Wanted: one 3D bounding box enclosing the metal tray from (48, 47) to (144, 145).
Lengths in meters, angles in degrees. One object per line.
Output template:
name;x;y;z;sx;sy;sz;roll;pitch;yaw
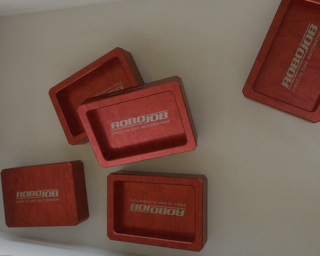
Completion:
metal tray;-0.085;-0.042;0.436;0.130;0.030;0.090;-27;81;17

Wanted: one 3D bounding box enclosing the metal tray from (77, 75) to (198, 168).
metal tray;-0.027;-0.005;0.390;0.130;0.030;0.089;-13;110;13

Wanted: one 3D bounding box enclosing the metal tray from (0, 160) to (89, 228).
metal tray;-0.176;0.100;0.468;0.130;0.030;0.089;-8;87;19

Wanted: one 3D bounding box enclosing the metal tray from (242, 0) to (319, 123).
metal tray;0.161;-0.080;0.350;0.090;0.030;0.129;24;98;18

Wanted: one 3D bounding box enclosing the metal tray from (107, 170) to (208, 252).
metal tray;-0.005;0.105;0.408;0.130;0.030;0.089;0;90;19
